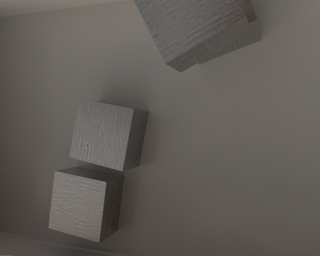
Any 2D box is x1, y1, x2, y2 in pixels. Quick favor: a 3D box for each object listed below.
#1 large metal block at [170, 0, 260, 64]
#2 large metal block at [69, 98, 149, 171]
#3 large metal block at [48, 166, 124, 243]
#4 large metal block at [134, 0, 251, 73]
[{"bbox_3d":[0.066,-0.119,0.358,0.080,0.080,0.050,-19,84,19],"label":"large metal block"},{"bbox_3d":[-0.068,0.007,0.421,0.080,0.050,0.080,12,94,19],"label":"large metal block"},{"bbox_3d":[-0.102,0.103,0.433,0.080,0.050,0.079,8,93,19],"label":"large metal block"},{"bbox_3d":[0.030,-0.112,0.301,0.080,0.050,0.080,-28,81,18],"label":"large metal block"}]
